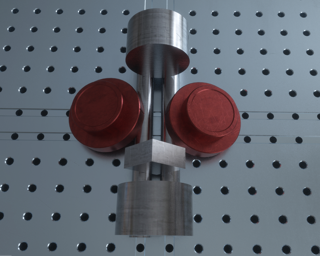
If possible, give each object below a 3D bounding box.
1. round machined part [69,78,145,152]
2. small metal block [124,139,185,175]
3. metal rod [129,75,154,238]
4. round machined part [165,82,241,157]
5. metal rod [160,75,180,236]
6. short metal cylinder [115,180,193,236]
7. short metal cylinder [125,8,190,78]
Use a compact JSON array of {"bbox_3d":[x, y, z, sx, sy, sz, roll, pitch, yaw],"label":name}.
[{"bbox_3d":[-0.073,-0.021,0.397,0.098,0.042,0.098,-5,69,13],"label":"round machined part"},{"bbox_3d":[-0.006,0.035,0.361,0.050,0.050,0.025,18,64,-38],"label":"small metal block"},{"bbox_3d":[-0.021,-0.012,0.415,0.025,0.025,0.299,1,70,0],"label":"metal rod"},{"bbox_3d":[0.059,-0.015,0.394,0.099,0.042,0.098,5,70,-14],"label":"round machined part"},{"bbox_3d":[0.014,-0.013,0.416,0.025,0.025,0.299,1,70,0],"label":"metal rod"},{"bbox_3d":[-0.006,0.087,0.327,0.080,0.080,0.050,1,70,0],"label":"short metal cylinder"},{"bbox_3d":[-0.003,-0.106,0.398,0.080,0.080,0.050,1,70,0],"label":"short metal cylinder"}]
